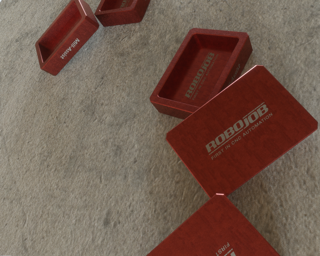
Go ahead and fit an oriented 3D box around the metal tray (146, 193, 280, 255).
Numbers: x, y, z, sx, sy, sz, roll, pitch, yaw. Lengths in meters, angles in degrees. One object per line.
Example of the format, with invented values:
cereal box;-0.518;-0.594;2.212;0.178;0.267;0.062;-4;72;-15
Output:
metal tray;0.037;0.134;0.279;0.130;0.030;0.090;-42;72;-1

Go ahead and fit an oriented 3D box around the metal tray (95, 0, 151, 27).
metal tray;-0.060;-0.254;0.585;0.090;0.030;0.130;4;64;29

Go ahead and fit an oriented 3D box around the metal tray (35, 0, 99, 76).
metal tray;-0.176;-0.171;0.575;0.130;0.030;0.090;-42;50;17

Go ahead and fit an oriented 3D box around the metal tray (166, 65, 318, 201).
metal tray;0.084;0.006;0.333;0.130;0.030;0.090;-37;72;2

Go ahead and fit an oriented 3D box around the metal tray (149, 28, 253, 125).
metal tray;0.055;-0.072;0.414;0.090;0.030;0.130;18;71;34
